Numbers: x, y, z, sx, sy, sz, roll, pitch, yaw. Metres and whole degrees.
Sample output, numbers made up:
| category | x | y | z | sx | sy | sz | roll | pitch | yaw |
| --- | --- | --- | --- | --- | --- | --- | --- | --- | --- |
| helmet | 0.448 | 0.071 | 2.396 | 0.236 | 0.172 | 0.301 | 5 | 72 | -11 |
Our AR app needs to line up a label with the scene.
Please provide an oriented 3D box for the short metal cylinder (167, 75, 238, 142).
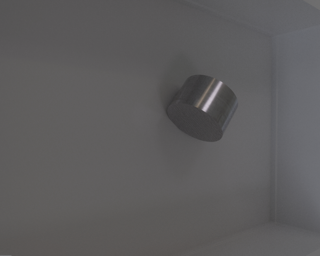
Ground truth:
| category | x | y | z | sx | sy | sz | roll | pitch | yaw |
| --- | --- | --- | --- | --- | --- | --- | --- | --- | --- |
| short metal cylinder | 0.057 | -0.025 | 0.418 | 0.080 | 0.080 | 0.050 | 47 | 62 | -30 |
